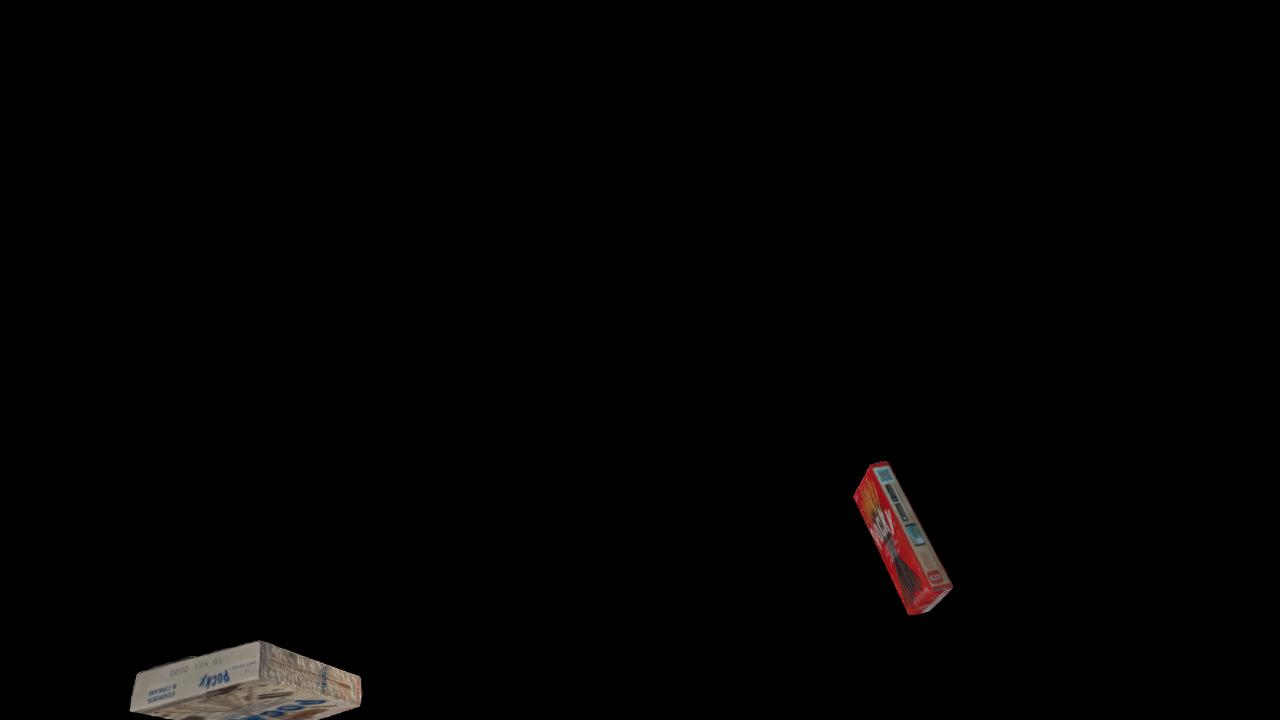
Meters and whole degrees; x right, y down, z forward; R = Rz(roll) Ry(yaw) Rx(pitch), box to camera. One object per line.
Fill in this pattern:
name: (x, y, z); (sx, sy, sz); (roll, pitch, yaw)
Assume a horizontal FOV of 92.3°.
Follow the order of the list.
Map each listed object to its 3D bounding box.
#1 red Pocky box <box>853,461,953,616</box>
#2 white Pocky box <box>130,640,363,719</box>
red Pocky box: (0.296, 0.203, 0.707); (0.028, 0.155, 0.083); (-10, -40, -5)
white Pocky box: (-0.281, 0.247, 0.458); (0.084, 0.028, 0.154); (-14, -36, -6)
